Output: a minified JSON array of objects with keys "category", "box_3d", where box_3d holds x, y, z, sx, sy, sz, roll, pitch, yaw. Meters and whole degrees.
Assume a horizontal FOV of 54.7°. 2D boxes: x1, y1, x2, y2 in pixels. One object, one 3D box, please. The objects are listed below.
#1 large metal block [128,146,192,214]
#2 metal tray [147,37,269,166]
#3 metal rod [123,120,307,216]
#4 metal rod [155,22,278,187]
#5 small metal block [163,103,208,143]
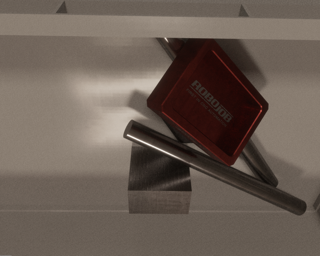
[{"category":"large metal block","box_3d":[-0.001,0.072,0.434,0.081,0.080,0.050,1,130,-2]},{"category":"metal tray","box_3d":[0.059,-0.026,0.344,0.130,0.030,0.090,38,83,-35]},{"category":"metal rod","box_3d":[0.089,0.062,0.432,0.302,0.025,0.025,26,125,-19]},{"category":"metal rod","box_3d":[0.089,-0.008,0.404,0.025,0.025,0.300,-27,126,21]},{"category":"small metal block","box_3d":[0.039,-0.006,0.391,0.050,0.025,0.050,-3,137,39]}]
